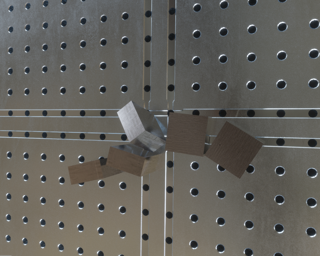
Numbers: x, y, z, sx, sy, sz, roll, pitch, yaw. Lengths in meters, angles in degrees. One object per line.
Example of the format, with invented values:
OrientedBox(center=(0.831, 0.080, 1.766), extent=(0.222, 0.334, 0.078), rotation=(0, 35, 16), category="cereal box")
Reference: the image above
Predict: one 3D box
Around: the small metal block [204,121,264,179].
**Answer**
OrientedBox(center=(0.091, 0.026, 0.380), extent=(0.050, 0.025, 0.050), rotation=(34, 101, 16), category="small metal block")

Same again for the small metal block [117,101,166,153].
OrientedBox(center=(-0.023, -0.001, 0.399), extent=(0.025, 0.050, 0.050), rotation=(-38, 55, 16), category="small metal block")

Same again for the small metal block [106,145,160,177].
OrientedBox(center=(-0.035, 0.042, 0.412), extent=(0.050, 0.050, 0.025), rotation=(16, 96, 19), category="small metal block")

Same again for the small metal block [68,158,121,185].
OrientedBox(center=(-0.090, 0.058, 0.432), extent=(0.050, 0.050, 0.025), rotation=(-14, 86, 19), category="small metal block")

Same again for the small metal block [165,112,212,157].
OrientedBox(center=(0.037, 0.007, 0.400), extent=(0.050, 0.025, 0.050), rotation=(8, 93, 19), category="small metal block")
